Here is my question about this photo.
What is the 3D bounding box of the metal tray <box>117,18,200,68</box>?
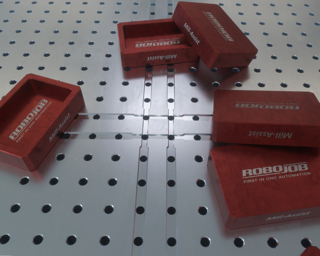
[{"bbox_3d":[-0.004,-0.148,0.528,0.131,0.030,0.090,-7,50,-6],"label":"metal tray"}]

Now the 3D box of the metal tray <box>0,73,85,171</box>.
[{"bbox_3d":[-0.173,-0.014,0.415,0.090,0.030,0.130,16,52,13],"label":"metal tray"}]

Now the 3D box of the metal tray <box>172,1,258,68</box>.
[{"bbox_3d":[0.088,-0.155,0.507,0.091,0.030,0.130,-10,56,-31],"label":"metal tray"}]

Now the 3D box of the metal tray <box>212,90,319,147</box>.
[{"bbox_3d":[0.134,-0.016,0.393,0.131,0.030,0.090,3,32,9],"label":"metal tray"}]

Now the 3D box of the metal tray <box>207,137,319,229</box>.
[{"bbox_3d":[0.129,0.059,0.356,0.131,0.030,0.090,-6,50,-5],"label":"metal tray"}]

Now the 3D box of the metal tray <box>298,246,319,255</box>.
[{"bbox_3d":[0.153,0.178,0.255,0.091,0.030,0.130,-34,58,-25],"label":"metal tray"}]
